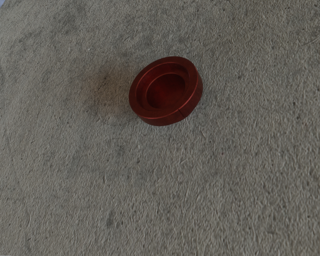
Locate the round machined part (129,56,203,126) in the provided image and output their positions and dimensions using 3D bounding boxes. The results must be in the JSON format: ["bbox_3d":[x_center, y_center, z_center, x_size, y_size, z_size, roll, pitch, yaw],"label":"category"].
[{"bbox_3d":[0.011,-0.045,0.415,0.098,0.042,0.098,-13,56,21],"label":"round machined part"}]
